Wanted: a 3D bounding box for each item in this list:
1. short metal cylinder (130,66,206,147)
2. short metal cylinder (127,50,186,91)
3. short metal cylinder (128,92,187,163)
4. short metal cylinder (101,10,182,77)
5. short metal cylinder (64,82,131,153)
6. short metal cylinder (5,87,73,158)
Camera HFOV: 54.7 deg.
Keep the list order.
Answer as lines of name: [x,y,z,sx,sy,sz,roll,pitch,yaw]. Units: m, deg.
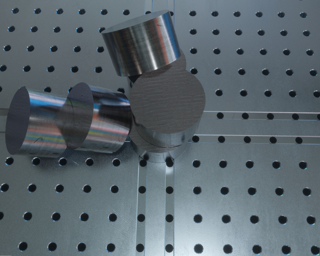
short metal cylinder: [0.008,-0.023,0.352,0.081,0.050,0.080,0,70,0]
short metal cylinder: [-0.006,-0.076,0.425,0.081,0.050,0.080,0,70,0]
short metal cylinder: [-0.001,0.000,0.398,0.081,0.050,0.080,0,70,0]
short metal cylinder: [-0.021,-0.099,0.358,0.080,0.080,0.050,-22,115,-8]
short metal cylinder: [-0.079,-0.011,0.378,0.050,0.080,0.080,11,63,-41]
short metal cylinder: [-0.148,-0.005,0.376,0.050,0.080,0.080,11,63,-42]
